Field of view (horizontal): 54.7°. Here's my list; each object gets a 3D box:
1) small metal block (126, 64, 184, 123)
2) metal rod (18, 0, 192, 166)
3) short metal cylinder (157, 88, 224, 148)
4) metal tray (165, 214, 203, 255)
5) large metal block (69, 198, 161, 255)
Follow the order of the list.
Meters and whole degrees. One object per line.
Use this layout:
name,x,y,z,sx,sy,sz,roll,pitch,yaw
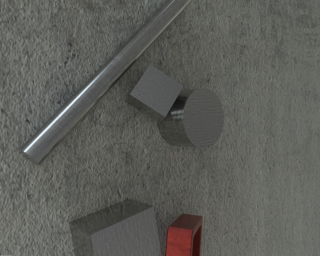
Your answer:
small metal block,-0.007,-0.043,0.388,0.050,0.025,0.050,33,67,-7
metal rod,-0.046,-0.078,0.367,0.025,0.025,0.301,52,59,-28
short metal cylinder,0.043,-0.013,0.427,0.081,0.050,0.079,0,91,-41
metal tray,0.030,0.185,0.399,0.090,0.030,0.129,16,78,-74
large metal block,-0.048,0.135,0.350,0.081,0.050,0.079,-14,99,-39
